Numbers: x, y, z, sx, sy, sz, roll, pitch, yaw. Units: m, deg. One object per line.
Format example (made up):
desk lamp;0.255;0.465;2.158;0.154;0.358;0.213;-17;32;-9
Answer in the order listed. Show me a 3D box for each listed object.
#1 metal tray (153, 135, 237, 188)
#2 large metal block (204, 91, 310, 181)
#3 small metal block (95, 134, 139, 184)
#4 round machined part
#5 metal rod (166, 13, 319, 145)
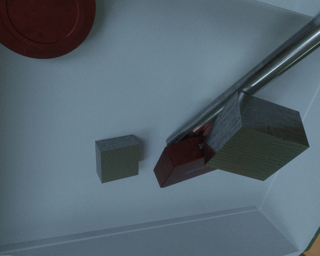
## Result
metal tray;0.063;0.039;0.438;0.131;0.030;0.090;-15;156;-20
large metal block;0.105;0.013;0.357;0.081;0.050;0.080;16;139;-14
small metal block;-0.056;0.040;0.404;0.050;0.025;0.050;-10;123;-23
round machined part;-0.105;-0.108;0.274;0.099;0.042;0.097;-14;125;-21
metal rod;0.103;-0.051;0.340;0.025;0.025;0.299;12;143;-34
